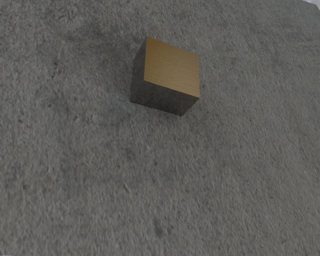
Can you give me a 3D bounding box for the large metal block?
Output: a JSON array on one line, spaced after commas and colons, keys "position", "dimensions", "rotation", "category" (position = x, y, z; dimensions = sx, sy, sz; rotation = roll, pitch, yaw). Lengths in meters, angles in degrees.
[{"position": [0.007, -0.072, 0.437], "dimensions": [0.081, 0.050, 0.080], "rotation": [15, 56, -20], "category": "large metal block"}]
